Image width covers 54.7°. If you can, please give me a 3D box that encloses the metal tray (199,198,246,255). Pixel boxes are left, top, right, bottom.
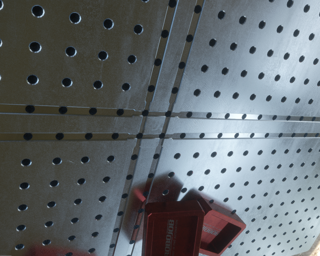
[{"bbox_3d":[0.094,0.191,0.579,0.130,0.030,0.090,33,100,-39],"label":"metal tray"}]

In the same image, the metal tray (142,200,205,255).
[{"bbox_3d":[0.019,0.183,0.506,0.091,0.030,0.129,0,109,-13],"label":"metal tray"}]
